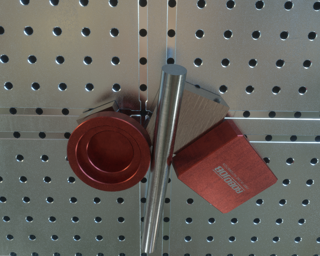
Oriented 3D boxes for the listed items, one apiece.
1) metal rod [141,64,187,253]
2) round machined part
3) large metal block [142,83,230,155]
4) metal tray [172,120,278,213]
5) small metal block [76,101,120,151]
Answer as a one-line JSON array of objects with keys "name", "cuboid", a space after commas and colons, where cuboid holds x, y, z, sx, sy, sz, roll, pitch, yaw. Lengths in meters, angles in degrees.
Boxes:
[{"name": "metal rod", "cuboid": [-0.001, 0.062, 0.390, 0.025, 0.025, 0.298, 6, 126, -2]}, {"name": "round machined part", "cuboid": [-0.059, 0.025, 0.380, 0.099, 0.042, 0.097, 1, 111, 2]}, {"name": "large metal block", "cuboid": [0.029, -0.012, 0.392, 0.080, 0.050, 0.079, 22, 109, -8]}, {"name": "metal tray", "cuboid": [0.087, 0.056, 0.401, 0.090, 0.030, 0.130, -36, 131, 13]}, {"name": "small metal block", "cuboid": [-0.074, -0.001, 0.409, 0.050, 0.025, 0.050, -21, 109, 7]}]
